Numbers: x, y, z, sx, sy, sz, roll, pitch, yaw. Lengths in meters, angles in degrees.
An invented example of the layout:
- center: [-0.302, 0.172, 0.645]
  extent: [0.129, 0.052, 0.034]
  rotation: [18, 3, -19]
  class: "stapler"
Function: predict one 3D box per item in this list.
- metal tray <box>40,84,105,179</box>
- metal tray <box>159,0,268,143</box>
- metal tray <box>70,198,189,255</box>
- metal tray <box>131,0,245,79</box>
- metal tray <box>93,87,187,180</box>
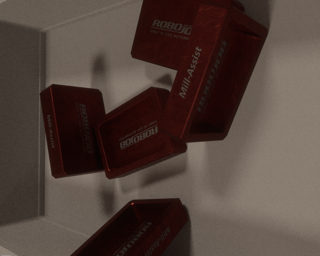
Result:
- center: [-0.121, 0.004, 0.461]
  extent: [0.030, 0.091, 0.129]
  rotation: [-20, 78, 38]
  class: "metal tray"
- center: [0.056, -0.050, 0.316]
  extent: [0.030, 0.091, 0.129]
  rotation: [30, 108, 36]
  class: "metal tray"
- center: [-0.036, 0.132, 0.365]
  extent: [0.090, 0.131, 0.030]
  rotation: [-13, 105, 39]
  class: "metal tray"
- center: [0.027, -0.116, 0.380]
  extent: [0.130, 0.030, 0.089]
  rotation: [24, 105, 37]
  class: "metal tray"
- center: [-0.033, 0.011, 0.428]
  extent: [0.130, 0.030, 0.090]
  rotation: [-26, 74, 36]
  class: "metal tray"
